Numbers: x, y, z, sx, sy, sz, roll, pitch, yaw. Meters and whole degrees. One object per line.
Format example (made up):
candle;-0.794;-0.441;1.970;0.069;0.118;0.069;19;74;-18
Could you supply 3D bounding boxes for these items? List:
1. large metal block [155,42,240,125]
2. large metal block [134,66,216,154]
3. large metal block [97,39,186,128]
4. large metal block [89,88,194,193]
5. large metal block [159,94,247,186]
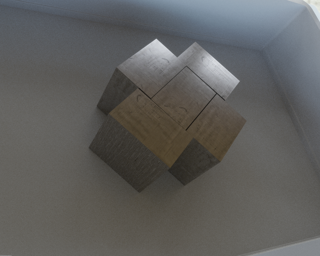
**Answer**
large metal block;0.048;-0.057;0.432;0.080;0.080;0.050;42;51;0
large metal block;0.013;-0.019;0.389;0.050;0.080;0.080;43;51;0
large metal block;-0.024;-0.053;0.389;0.050;0.080;0.080;43;51;0
large metal block;-0.024;0.017;0.348;0.080;0.080;0.050;42;51;0
large metal block;0.051;0.016;0.389;0.050;0.080;0.080;43;51;0
